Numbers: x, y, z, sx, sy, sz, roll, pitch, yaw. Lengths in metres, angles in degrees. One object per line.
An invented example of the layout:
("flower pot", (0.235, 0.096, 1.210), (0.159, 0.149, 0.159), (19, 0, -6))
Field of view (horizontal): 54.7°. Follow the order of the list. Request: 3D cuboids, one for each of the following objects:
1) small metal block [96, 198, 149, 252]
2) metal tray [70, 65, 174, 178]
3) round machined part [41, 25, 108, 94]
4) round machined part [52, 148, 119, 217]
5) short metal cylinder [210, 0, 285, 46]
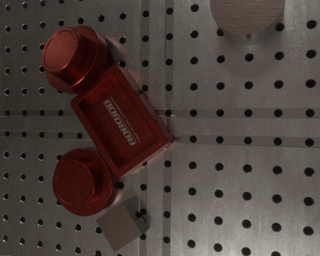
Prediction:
("small metal block", (-0.052, 0.134, 0.430), (0.050, 0.025, 0.050), (-37, 79, 16))
("metal tray", (-0.054, -0.009, 0.427), (0.090, 0.030, 0.130), (-37, 79, 16))
("round machined part", (-0.125, -0.099, 0.430), (0.098, 0.042, 0.098), (-10, 69, 28))
("round machined part", (-0.112, 0.078, 0.442), (0.098, 0.042, 0.097), (0, 90, 19))
("short metal cylinder", (0.103, -0.142, 0.363), (0.080, 0.050, 0.079), (0, 90, 19))
